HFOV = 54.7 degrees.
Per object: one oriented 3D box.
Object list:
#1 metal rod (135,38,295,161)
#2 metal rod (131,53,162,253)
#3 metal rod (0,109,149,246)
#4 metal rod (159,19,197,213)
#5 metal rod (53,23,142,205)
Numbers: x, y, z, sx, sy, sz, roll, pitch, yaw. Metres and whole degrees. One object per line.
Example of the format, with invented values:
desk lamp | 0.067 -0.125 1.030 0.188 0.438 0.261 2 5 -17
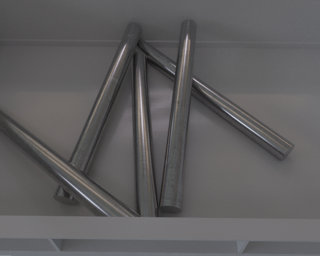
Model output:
metal rod | 0.058 -0.056 0.452 0.025 0.025 0.300 -34 58 -25
metal rod | -0.023 0.004 0.400 0.025 0.025 0.300 -3 50 -3
metal rod | -0.130 0.032 0.348 0.300 0.025 0.025 28 55 32
metal rod | 0.028 -0.037 0.412 0.025 0.025 0.300 5 57 4
metal rod | -0.073 -0.041 0.422 0.025 0.025 0.300 9 56 8
